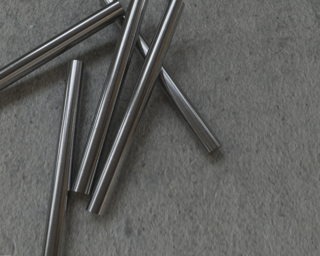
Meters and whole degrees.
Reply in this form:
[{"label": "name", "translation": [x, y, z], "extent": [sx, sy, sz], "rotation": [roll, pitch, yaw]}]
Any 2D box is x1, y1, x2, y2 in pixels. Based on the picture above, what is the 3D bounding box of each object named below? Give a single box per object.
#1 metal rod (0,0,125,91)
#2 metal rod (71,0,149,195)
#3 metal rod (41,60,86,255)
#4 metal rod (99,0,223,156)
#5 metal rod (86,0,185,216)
[{"label": "metal rod", "translation": [-0.181, -0.089, 0.424], "extent": [0.301, 0.025, 0.025], "rotation": [-34, 74, -7]}, {"label": "metal rod", "translation": [-0.060, -0.062, 0.412], "extent": [0.025, 0.025, 0.299], "rotation": [13, 77, 4]}, {"label": "metal rod", "translation": [-0.120, 0.051, 0.388], "extent": [0.025, 0.025, 0.299], "rotation": [1, 70, 0]}, {"label": "metal rod", "translation": [-0.009, -0.091, 0.441], "extent": [0.025, 0.025, 0.299], "rotation": [-30, 73, -11]}, {"label": "metal rod", "translation": [-0.027, -0.037, 0.401], "extent": [0.025, 0.025, 0.299], "rotation": [19, 78, 6]}]
